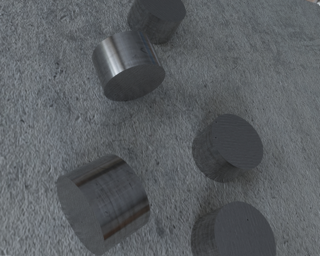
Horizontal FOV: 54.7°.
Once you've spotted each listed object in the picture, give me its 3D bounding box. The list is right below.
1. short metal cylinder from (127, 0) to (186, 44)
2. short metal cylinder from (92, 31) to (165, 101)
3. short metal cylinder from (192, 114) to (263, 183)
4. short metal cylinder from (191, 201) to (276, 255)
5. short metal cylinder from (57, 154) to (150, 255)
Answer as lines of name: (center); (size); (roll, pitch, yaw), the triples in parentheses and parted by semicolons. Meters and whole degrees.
short metal cylinder: (-0.006, -0.181, 0.495); (0.081, 0.050, 0.080); (14, 56, -21)
short metal cylinder: (-0.040, -0.076, 0.394); (0.081, 0.080, 0.050); (-10, 67, -32)
short metal cylinder: (0.091, 0.028, 0.419); (0.081, 0.050, 0.080); (14, 56, -21)
short metal cylinder: (0.082, 0.130, 0.353); (0.081, 0.050, 0.080); (14, 56, -21)
short metal cylinder: (-0.055, 0.071, 0.295); (0.050, 0.080, 0.080); (-25, 76, -37)
